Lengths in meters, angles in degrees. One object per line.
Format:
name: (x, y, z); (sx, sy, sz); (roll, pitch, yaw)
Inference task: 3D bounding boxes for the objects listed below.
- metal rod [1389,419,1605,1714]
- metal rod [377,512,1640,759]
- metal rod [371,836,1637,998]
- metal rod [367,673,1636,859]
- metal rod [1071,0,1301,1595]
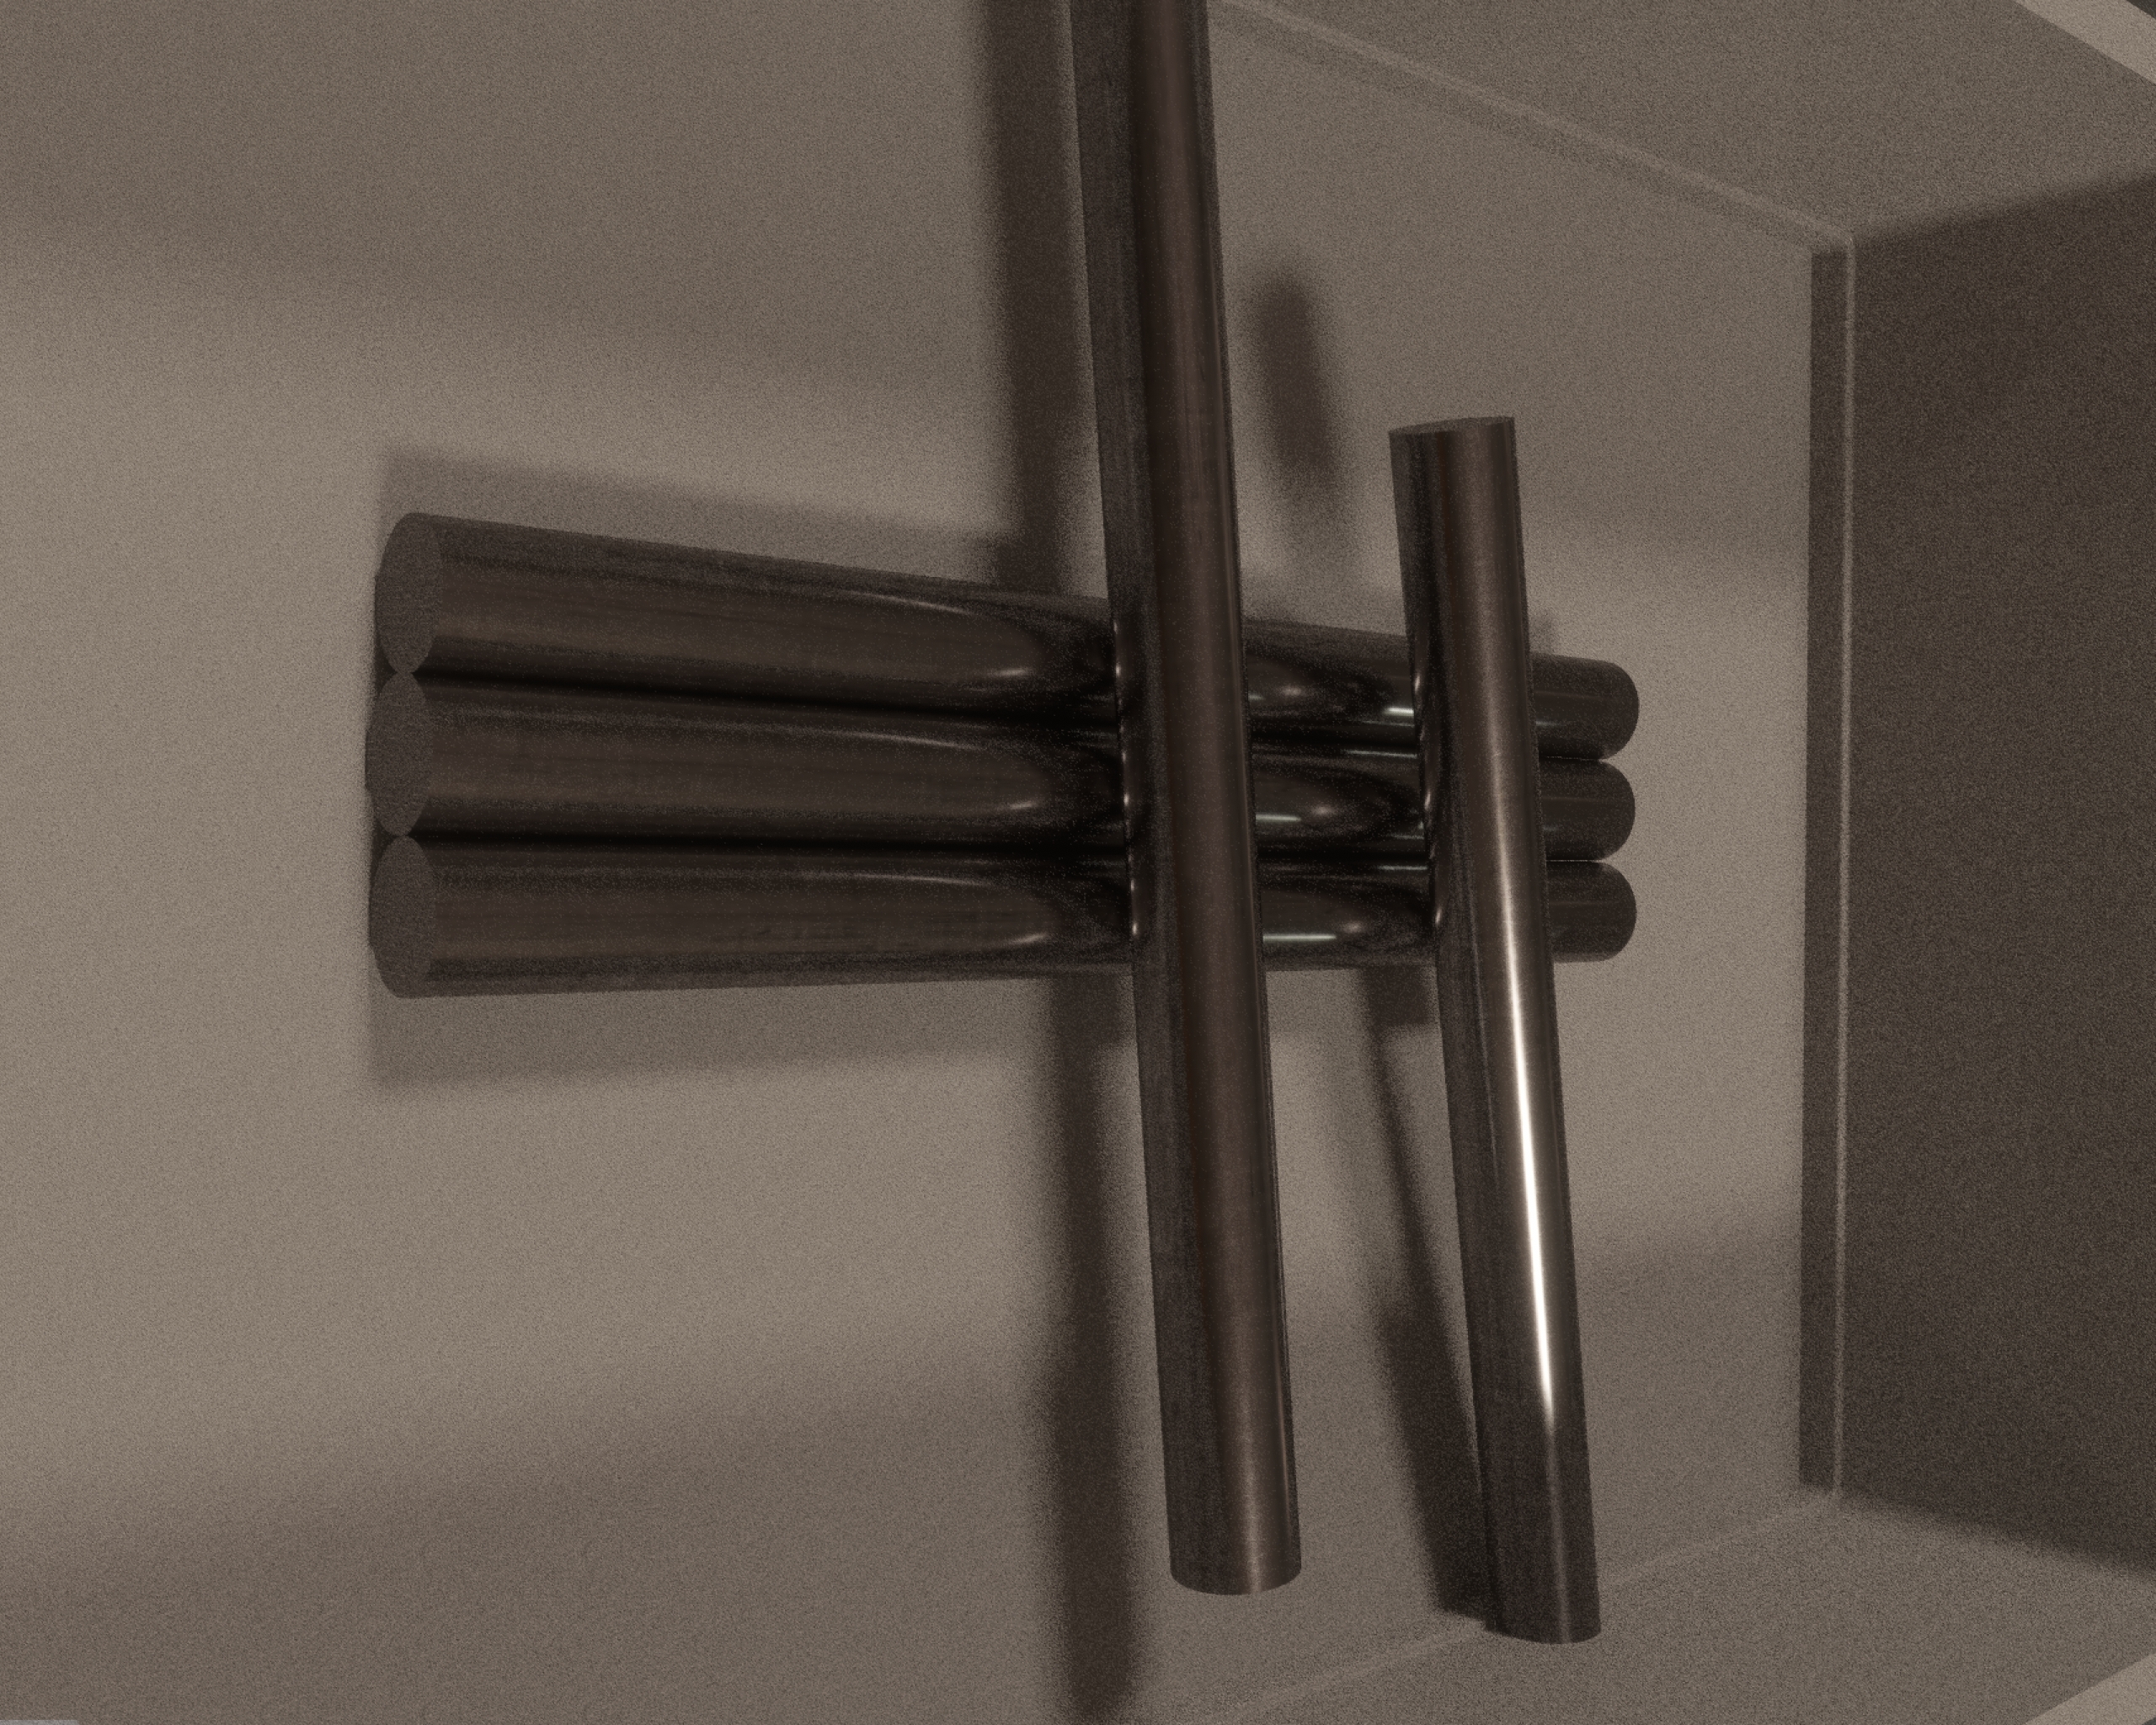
metal rod: (0.095, 0.054, 0.461); (0.025, 0.025, 0.298); (-20, 110, -38)
metal rod: (0.013, -0.039, 0.418); (0.302, 0.025, 0.025); (1, 90, -40)
metal rod: (0.012, 0.010, 0.417); (0.302, 0.025, 0.025); (1, 90, -40)
metal rod: (0.012, -0.015, 0.417); (0.302, 0.025, 0.025); (1, 90, -40)
metal rod: (0.021, -0.013, 0.391); (0.025, 0.025, 0.298); (-7, 94, -40)
